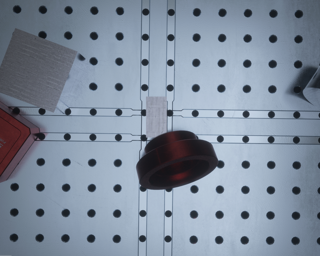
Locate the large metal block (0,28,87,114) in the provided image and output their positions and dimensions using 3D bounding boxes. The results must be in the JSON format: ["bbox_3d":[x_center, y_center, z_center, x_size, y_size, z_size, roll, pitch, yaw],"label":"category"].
[{"bbox_3d":[-0.152,-0.070,0.400,0.080,0.050,0.080,21,90,0],"label":"large metal block"}]

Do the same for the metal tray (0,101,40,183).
[{"bbox_3d":[-0.241,0.003,0.408,0.130,0.030,0.090,35,90,0],"label":"metal tray"}]

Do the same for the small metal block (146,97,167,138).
[{"bbox_3d":[-0.004,-0.013,0.401,0.025,0.050,0.050,0,90,0],"label":"small metal block"}]

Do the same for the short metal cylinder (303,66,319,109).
[{"bbox_3d":[0.231,-0.049,0.387,0.080,0.080,0.050,34,90,0],"label":"short metal cylinder"}]

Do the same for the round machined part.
[{"bbox_3d":[0.018,0.038,0.383,0.099,0.098,0.042,-16,61,0],"label":"round machined part"}]
